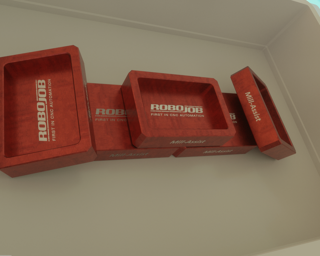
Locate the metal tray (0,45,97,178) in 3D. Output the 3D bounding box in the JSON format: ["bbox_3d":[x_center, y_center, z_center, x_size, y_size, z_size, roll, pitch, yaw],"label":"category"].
[{"bbox_3d":[-0.121,-0.021,0.325,0.091,0.030,0.130,-11,65,-5],"label":"metal tray"}]

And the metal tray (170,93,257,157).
[{"bbox_3d":[0.070,-0.007,0.443,0.131,0.030,0.090,0,62,-28],"label":"metal tray"}]

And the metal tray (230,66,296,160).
[{"bbox_3d":[0.158,-0.021,0.473,0.090,0.030,0.130,21,48,-52],"label":"metal tray"}]

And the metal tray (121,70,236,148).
[{"bbox_3d":[0.024,-0.023,0.388,0.131,0.030,0.090,0,61,-28],"label":"metal tray"}]

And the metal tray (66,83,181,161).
[{"bbox_3d":[-0.046,-0.008,0.382,0.131,0.030,0.090,0,62,-28],"label":"metal tray"}]
